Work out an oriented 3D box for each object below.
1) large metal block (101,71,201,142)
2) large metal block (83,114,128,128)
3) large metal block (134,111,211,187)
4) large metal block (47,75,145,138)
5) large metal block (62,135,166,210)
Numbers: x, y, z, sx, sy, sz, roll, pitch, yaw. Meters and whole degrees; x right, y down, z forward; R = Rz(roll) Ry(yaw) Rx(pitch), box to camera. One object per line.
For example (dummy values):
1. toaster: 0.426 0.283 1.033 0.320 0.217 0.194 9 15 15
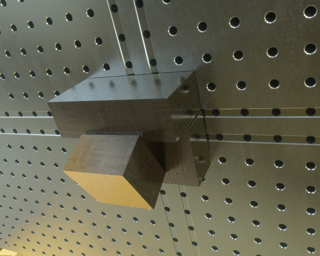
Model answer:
1. large metal block: -0.007 -0.027 0.360 0.080 0.080 0.050 1 119 27
2. large metal block: -0.058 0.023 0.435 0.080 0.050 0.079 1 119 27
3. large metal block: 0.014 0.025 0.398 0.080 0.050 0.079 1 119 27
4. large metal block: -0.079 -0.028 0.397 0.080 0.080 0.050 1 119 27
5. large metal block: -0.050 0.052 0.366 0.080 0.050 0.080 0 142 28
